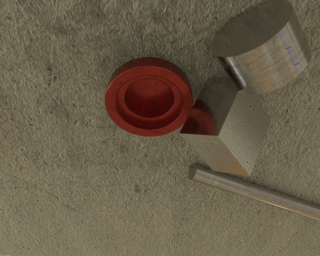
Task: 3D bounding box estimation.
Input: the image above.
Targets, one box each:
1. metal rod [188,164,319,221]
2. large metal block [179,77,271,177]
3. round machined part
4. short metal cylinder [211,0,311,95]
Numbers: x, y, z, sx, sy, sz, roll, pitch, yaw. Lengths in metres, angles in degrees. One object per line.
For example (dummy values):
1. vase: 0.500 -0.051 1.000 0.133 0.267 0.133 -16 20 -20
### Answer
1. metal rod: 0.185 0.114 0.506 0.302 0.025 0.025 20 127 -17
2. large metal block: 0.079 -0.002 0.358 0.050 0.080 0.080 3 146 45
3. round machined part: -0.012 -0.039 0.362 0.099 0.042 0.097 0 130 0
4. short metal cylinder: 0.098 -0.079 0.305 0.080 0.080 0.050 -28 125 22
